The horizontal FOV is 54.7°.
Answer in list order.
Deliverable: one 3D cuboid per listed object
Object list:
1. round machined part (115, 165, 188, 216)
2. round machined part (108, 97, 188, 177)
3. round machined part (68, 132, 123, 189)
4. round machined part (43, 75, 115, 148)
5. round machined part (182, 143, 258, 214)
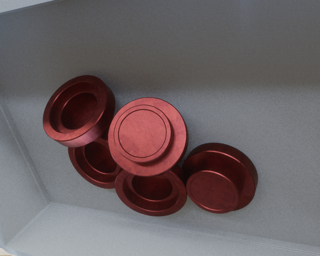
[{"bbox_3d":[-0.009,0.074,0.429,0.099,0.042,0.097,6,125,8],"label":"round machined part"},{"bbox_3d":[-0.017,0.009,0.373,0.098,0.042,0.097,-2,79,10],"label":"round machined part"},{"bbox_3d":[-0.083,0.039,0.461,0.098,0.042,0.097,13,124,20],"label":"round machined part"},{"bbox_3d":[-0.102,-0.019,0.413,0.098,0.098,0.042,3,155,26],"label":"round machined part"},{"bbox_3d":[0.073,0.071,0.400,0.098,0.042,0.097,13,124,20],"label":"round machined part"}]
